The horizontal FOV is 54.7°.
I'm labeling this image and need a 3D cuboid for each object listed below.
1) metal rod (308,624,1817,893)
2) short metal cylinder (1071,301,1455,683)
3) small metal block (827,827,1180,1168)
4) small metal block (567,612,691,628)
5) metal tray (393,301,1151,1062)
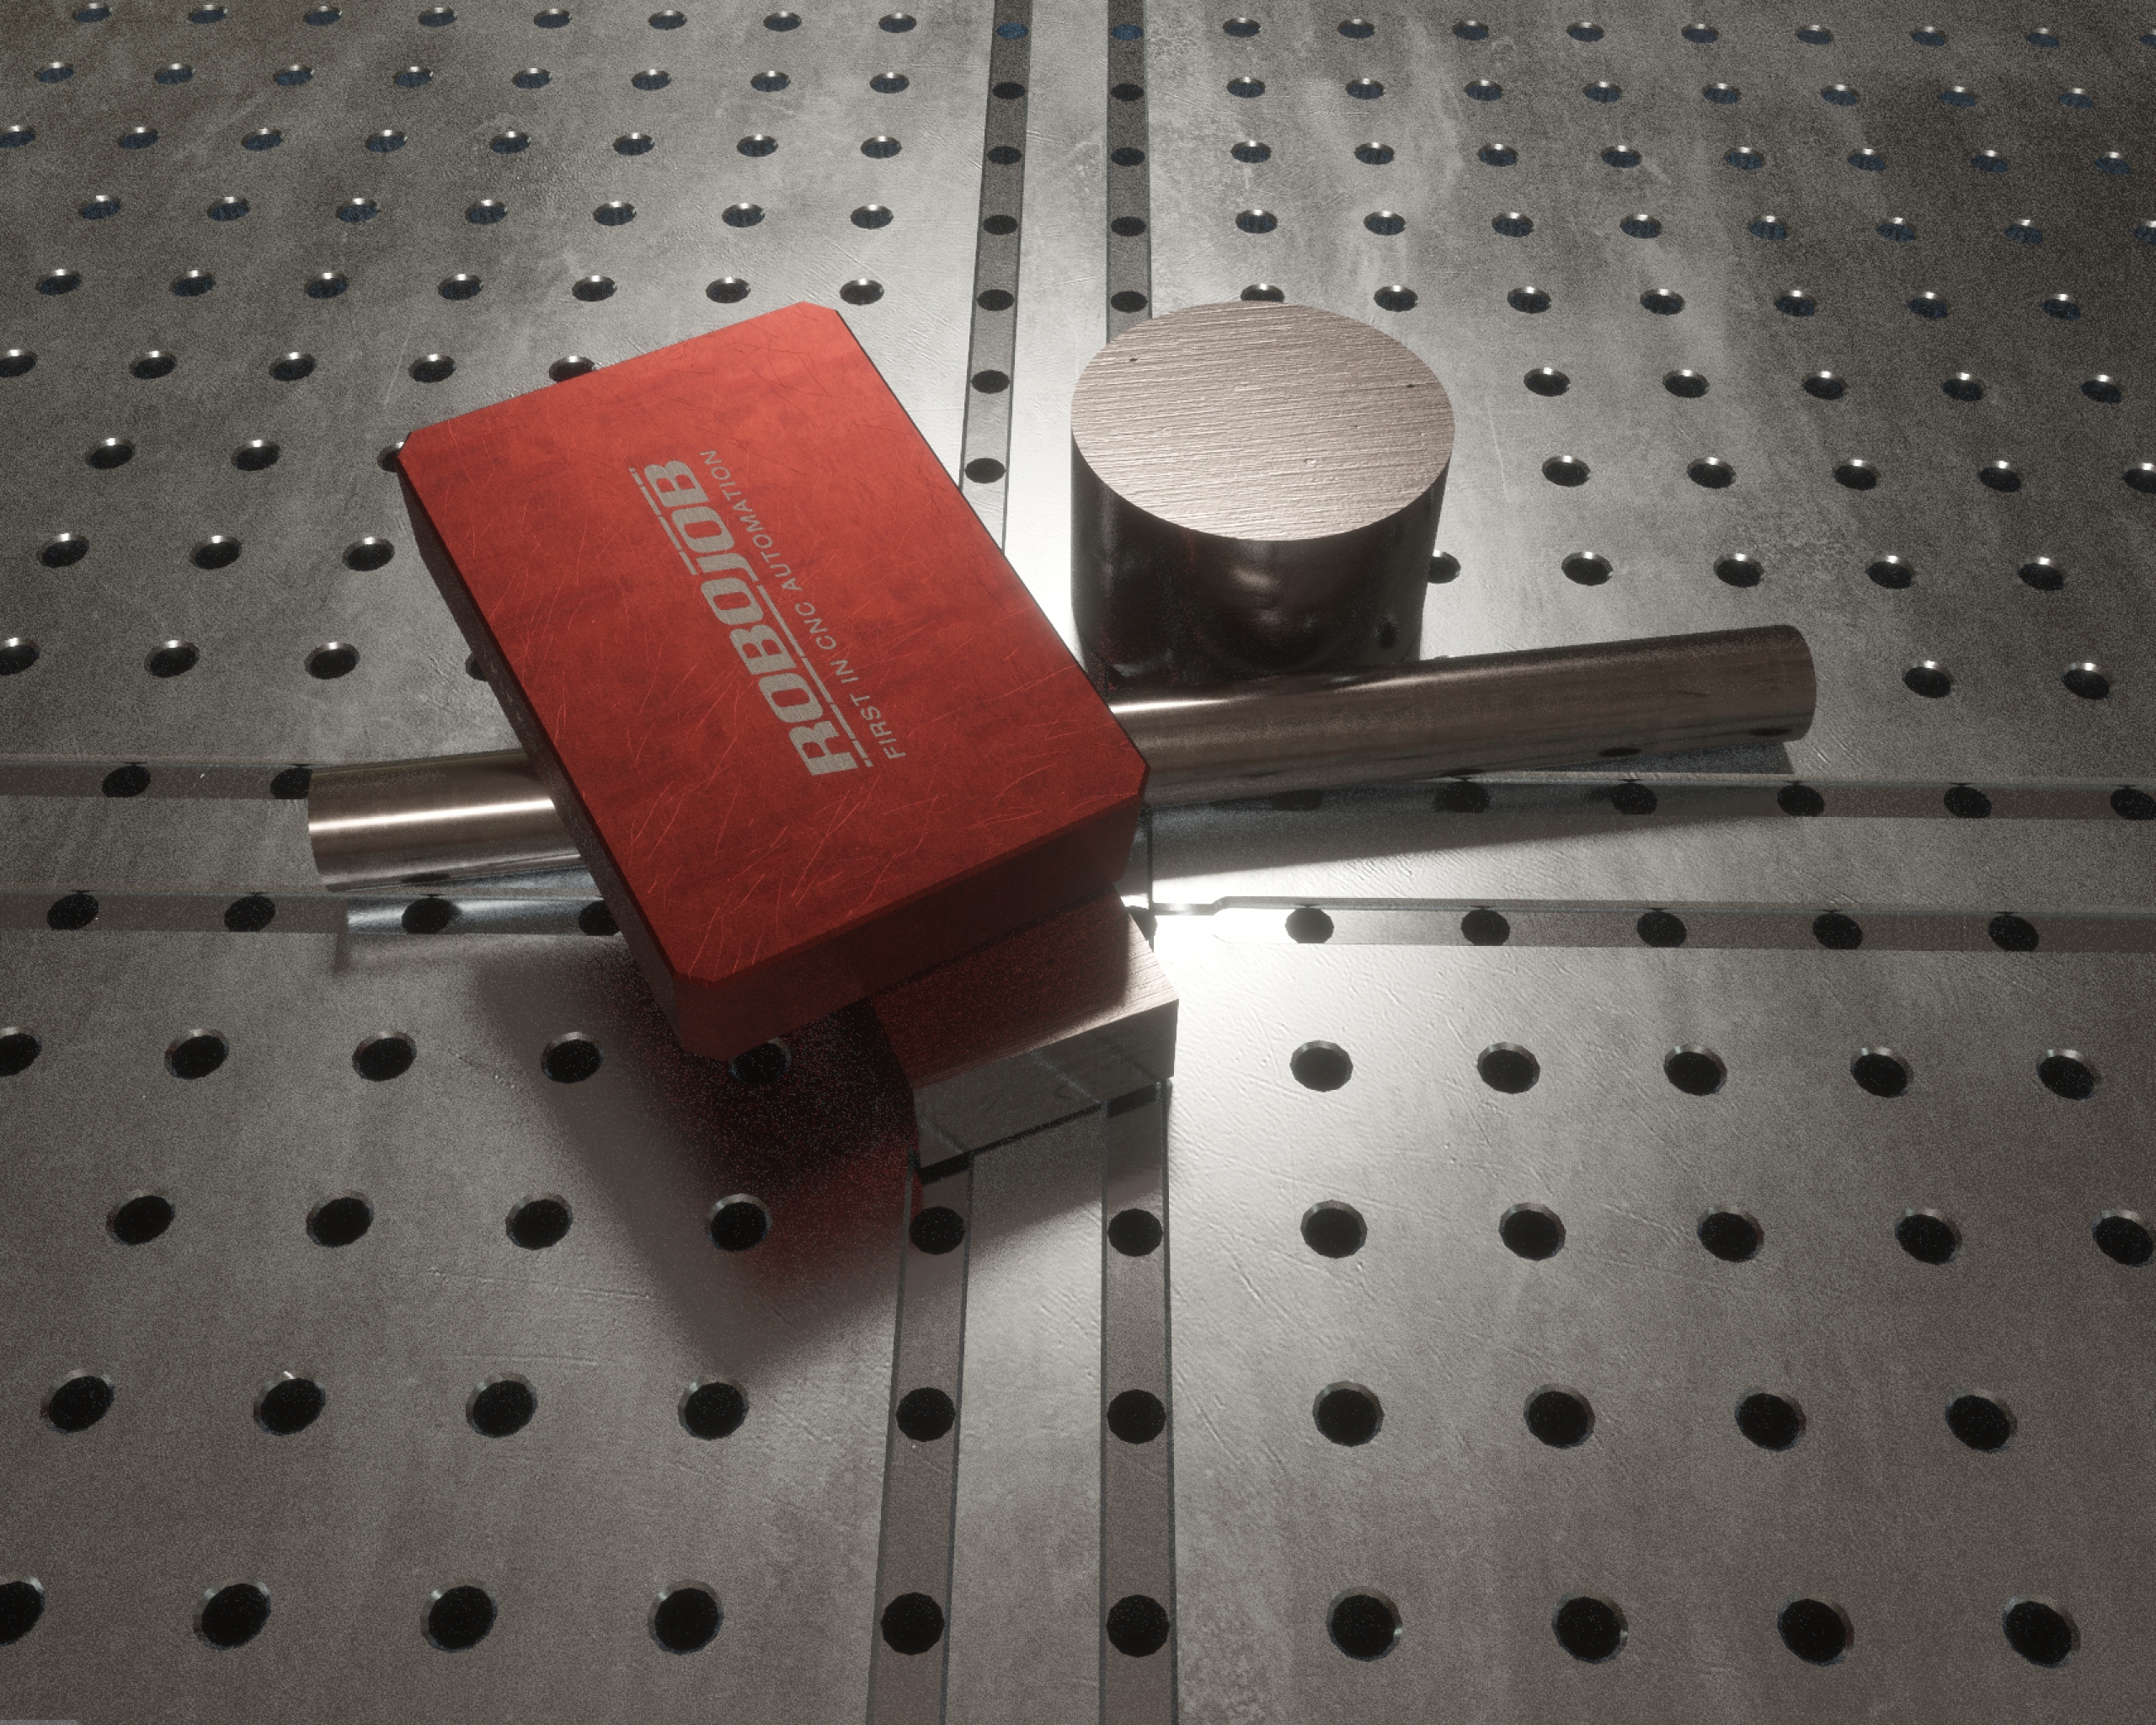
[{"bbox_3d":[0.001,-0.022,0.426,0.302,0.025,0.025,-6,50,-6],"label":"metal rod"},{"bbox_3d":[0.039,-0.078,0.457,0.081,0.050,0.080,0,50,0],"label":"short metal cylinder"},{"bbox_3d":[-0.015,0.022,0.387,0.050,0.025,0.050,-18,53,-15],"label":"small metal block"},{"bbox_3d":[-0.096,-0.070,0.448,0.050,0.050,0.025,-25,55,-20],"label":"small metal block"},{"bbox_3d":[-0.058,-0.038,0.385,0.091,0.030,0.130,-25,66,-19],"label":"metal tray"}]
